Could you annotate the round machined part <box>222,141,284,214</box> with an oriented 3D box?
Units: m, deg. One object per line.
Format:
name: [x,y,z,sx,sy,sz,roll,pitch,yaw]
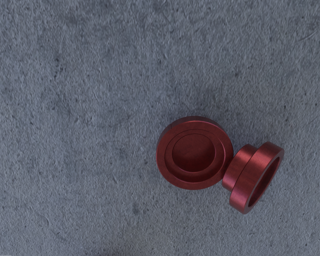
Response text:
round machined part: [0.117,0.060,0.404,0.042,0.099,0.097,32,112,29]

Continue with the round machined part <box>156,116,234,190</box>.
round machined part: [0.044,0.029,0.412,0.099,0.042,0.097,0,110,0]
